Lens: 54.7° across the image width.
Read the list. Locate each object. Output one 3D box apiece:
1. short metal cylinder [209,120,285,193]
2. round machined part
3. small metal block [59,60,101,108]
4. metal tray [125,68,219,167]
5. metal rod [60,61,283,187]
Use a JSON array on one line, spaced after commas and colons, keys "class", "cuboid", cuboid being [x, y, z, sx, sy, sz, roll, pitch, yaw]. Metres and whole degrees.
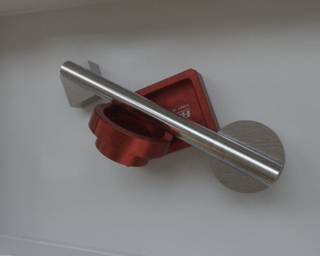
[{"class": "short metal cylinder", "cuboid": [0.101, 0.031, 0.360, 0.080, 0.050, 0.079, 0, 90, 19]}, {"class": "round machined part", "cuboid": [-0.038, 0.011, 0.369, 0.098, 0.098, 0.042, 29, 107, 17]}, {"class": "small metal block", "cuboid": [-0.110, -0.062, 0.446, 0.050, 0.025, 0.050, -23, 83, 18]}, {"class": "metal tray", "cuboid": [0.003, -0.011, 0.404, 0.130, 0.030, 0.090, -20, 84, 18]}, {"class": "metal rod", "cuboid": [-0.006, -0.016, 0.367, 0.300, 0.025, 0.025, 28, 99, 24]}]
